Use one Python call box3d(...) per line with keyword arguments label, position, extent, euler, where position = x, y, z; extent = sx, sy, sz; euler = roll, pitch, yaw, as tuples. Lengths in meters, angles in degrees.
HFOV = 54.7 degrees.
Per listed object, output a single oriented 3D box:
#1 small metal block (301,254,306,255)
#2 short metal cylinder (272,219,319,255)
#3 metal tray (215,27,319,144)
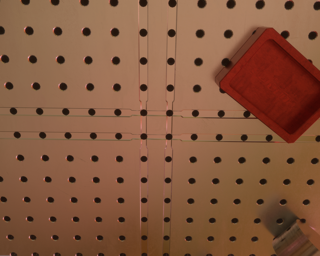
box3d(label="small metal block", position=(0.228, 0.241, 0.504), extent=(0.050, 0.025, 0.050), euler=(-31, 107, 10))
box3d(label="short metal cylinder", position=(0.214, 0.182, 0.453), extent=(0.080, 0.080, 0.050), euler=(36, 106, -12))
box3d(label="metal tray", position=(0.148, -0.052, 0.392), extent=(0.130, 0.030, 0.090), euler=(36, 106, -13))
